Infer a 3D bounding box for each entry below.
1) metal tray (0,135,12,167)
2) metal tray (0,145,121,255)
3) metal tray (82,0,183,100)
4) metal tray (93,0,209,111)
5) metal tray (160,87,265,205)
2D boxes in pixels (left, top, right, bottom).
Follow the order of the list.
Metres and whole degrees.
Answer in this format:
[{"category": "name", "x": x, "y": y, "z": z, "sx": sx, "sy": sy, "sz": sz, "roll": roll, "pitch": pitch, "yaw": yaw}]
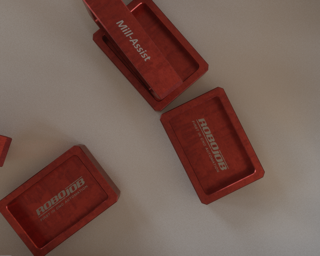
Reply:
[{"category": "metal tray", "x": -0.218, "y": 0.015, "z": 0.342, "sx": 0.091, "sy": 0.130, "sz": 0.030, "roll": 19, "pitch": 77, "yaw": -25}, {"category": "metal tray", "x": -0.130, "y": 0.094, "z": 0.407, "sx": 0.130, "sy": 0.030, "sz": 0.090, "roll": -37, "pitch": 90, "yaw": -1}, {"category": "metal tray", "x": -0.031, "y": -0.094, "z": 0.354, "sx": 0.030, "sy": 0.090, "sz": 0.130, "roll": -39, "pitch": 100, "yaw": 0}, {"category": "metal tray", "x": -0.012, "y": -0.097, "z": 0.408, "sx": 0.090, "sy": 0.030, "sz": 0.130, "roll": -41, "pitch": 91, "yaw": 0}, {"category": "metal tray", "x": 0.067, "y": 0.023, "z": 0.409, "sx": 0.090, "sy": 0.030, "sz": 0.129, "roll": -26, "pitch": 90, "yaw": -1}]
